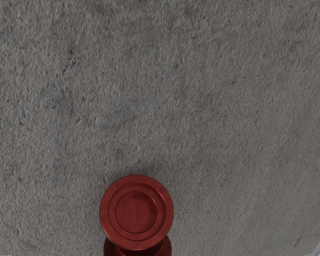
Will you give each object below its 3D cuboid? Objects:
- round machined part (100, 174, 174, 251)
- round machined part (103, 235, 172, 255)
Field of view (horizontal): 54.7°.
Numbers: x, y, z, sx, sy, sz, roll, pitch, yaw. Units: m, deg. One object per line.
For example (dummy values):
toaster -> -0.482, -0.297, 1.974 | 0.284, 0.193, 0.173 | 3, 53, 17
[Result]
round machined part -> -0.034, 0.117, 0.426 | 0.099, 0.098, 0.042 | -15, 160, -20
round machined part -> -0.031, 0.171, 0.446 | 0.099, 0.098, 0.042 | -9, 128, -24
